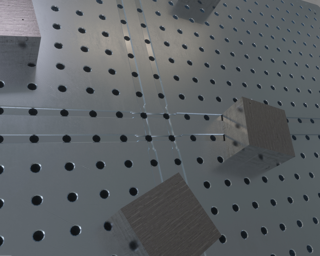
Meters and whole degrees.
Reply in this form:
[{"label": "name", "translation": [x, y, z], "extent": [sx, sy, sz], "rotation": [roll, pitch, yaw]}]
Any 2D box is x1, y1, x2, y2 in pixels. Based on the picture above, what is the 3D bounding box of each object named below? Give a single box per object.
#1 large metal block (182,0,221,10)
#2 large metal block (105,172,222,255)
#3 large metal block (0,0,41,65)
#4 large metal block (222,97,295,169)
[{"label": "large metal block", "translation": [0.078, -0.289, 0.610], "extent": [0.081, 0.050, 0.080], "rotation": [6, 59, -25]}, {"label": "large metal block", "translation": [0.003, 0.107, 0.329], "extent": [0.081, 0.050, 0.080], "rotation": [-26, 76, -37]}, {"label": "large metal block", "translation": [-0.192, -0.122, 0.363], "extent": [0.081, 0.050, 0.080], "rotation": [-7, 66, -31]}, {"label": "large metal block", "translation": [0.145, 0.009, 0.464], "extent": [0.081, 0.050, 0.080], "rotation": [14, 56, -20]}]
